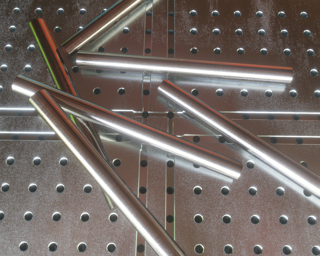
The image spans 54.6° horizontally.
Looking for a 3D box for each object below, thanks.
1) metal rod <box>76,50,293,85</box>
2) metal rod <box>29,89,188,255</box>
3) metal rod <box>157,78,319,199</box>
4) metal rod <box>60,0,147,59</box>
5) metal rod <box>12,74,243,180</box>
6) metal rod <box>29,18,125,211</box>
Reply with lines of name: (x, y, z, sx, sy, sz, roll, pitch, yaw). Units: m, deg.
metal rod: (0.033, -0.086, 0.443, 0.302, 0.025, 0.025, 5, 70, 1)
metal rod: (-0.047, 0.075, 0.357, 0.025, 0.025, 0.300, -40, 85, -13)
metal rod: (0.125, 0.024, 0.403, 0.300, 0.025, 0.025, 34, 74, 11)
metal rod: (-0.031, -0.210, 0.488, 0.301, 0.025, 0.025, -43, 76, -14)
metal rod: (-0.040, -0.001, 0.393, 0.301, 0.025, 0.025, 22, 71, 0)
metal rod: (-0.117, -0.031, 0.422, 0.025, 0.025, 0.299, -26, 72, -9)
